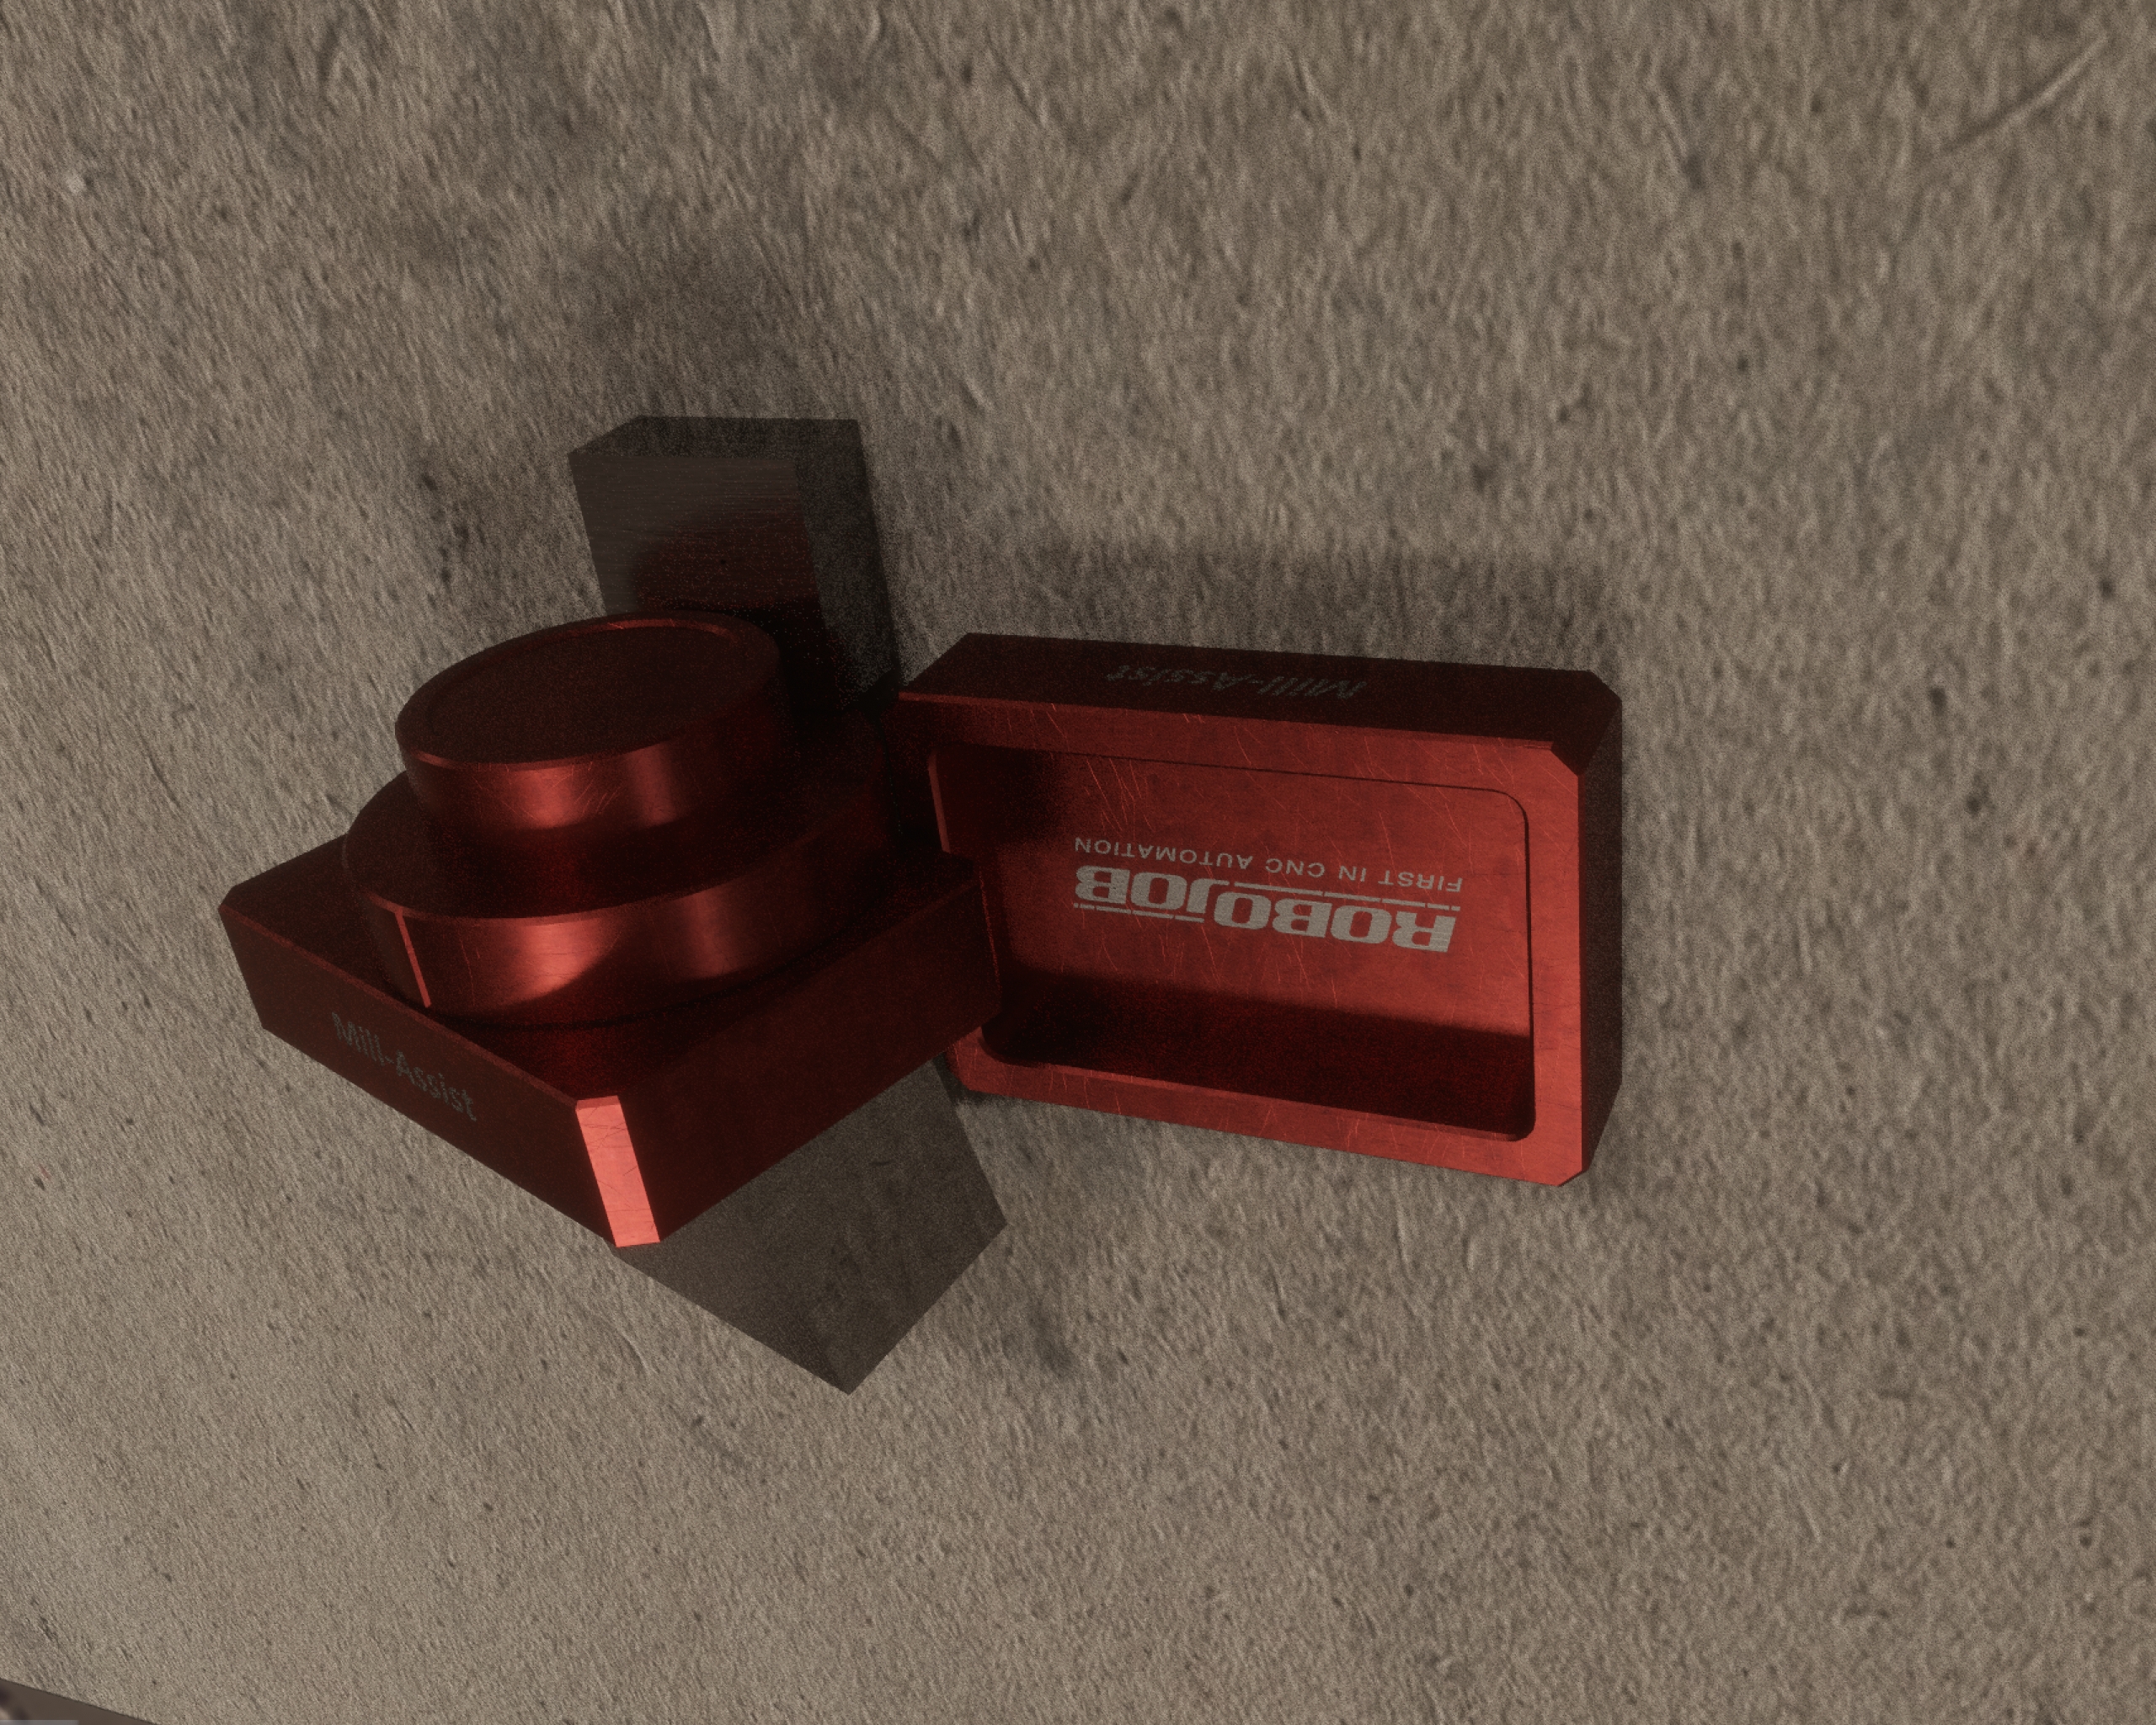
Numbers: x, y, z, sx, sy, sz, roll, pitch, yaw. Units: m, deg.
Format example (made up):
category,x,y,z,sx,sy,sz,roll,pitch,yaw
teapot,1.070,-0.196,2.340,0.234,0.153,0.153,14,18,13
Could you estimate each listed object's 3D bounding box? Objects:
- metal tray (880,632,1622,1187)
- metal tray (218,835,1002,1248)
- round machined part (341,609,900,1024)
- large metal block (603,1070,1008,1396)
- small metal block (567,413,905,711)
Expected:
category,x,y,z,sx,sy,sz,roll,pitch,yaw
metal tray,0.033,0.007,0.391,0.130,0.030,0.089,6,121,24
metal tray,-0.091,0.017,0.400,0.130,0.091,0.030,19,128,39
round machined part,-0.085,-0.014,0.381,0.098,0.098,0.042,6,121,25
large metal block,-0.071,0.054,0.437,0.080,0.050,0.080,18,141,39
small metal block,-0.066,-0.059,0.405,0.050,0.025,0.050,6,121,24
